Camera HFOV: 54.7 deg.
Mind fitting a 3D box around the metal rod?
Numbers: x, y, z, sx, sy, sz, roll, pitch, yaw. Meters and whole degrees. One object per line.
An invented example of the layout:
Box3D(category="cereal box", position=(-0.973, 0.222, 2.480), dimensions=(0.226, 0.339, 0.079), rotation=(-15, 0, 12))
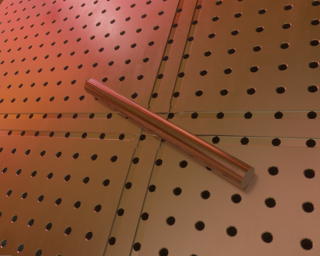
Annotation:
Box3D(category="metal rod", position=(-0.010, -0.008, 0.417), dimensions=(0.300, 0.025, 0.025), rotation=(31, 79, 37))
